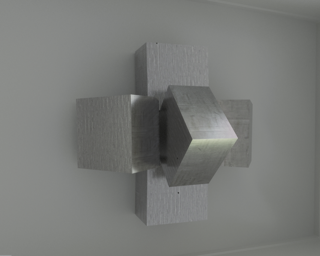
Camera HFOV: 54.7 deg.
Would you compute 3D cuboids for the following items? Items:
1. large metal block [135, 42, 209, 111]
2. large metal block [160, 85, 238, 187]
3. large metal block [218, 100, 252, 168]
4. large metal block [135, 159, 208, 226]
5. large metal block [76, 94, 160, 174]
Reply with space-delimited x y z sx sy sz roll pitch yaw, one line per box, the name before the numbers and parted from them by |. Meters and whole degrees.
large metal block | 0.015 -0.062 0.398 0.081 0.050 0.080 -2 91 -20
large metal block | 0.033 0.009 0.350 0.050 0.079 0.080 -1 47 -21
large metal block | 0.093 0.006 0.407 0.050 0.080 0.080 1 90 19
large metal block | 0.014 0.076 0.401 0.081 0.050 0.080 1 90 -20
large metal block | -0.048 0.006 0.354 0.050 0.080 0.079 -3 92 -57
